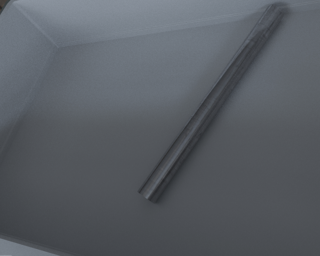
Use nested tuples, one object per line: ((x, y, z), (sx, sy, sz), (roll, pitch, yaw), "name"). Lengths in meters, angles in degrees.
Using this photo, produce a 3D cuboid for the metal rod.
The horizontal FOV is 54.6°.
((0.070, -0.038, 0.392), (0.025, 0.025, 0.300), (28, 77, 37), "metal rod")
